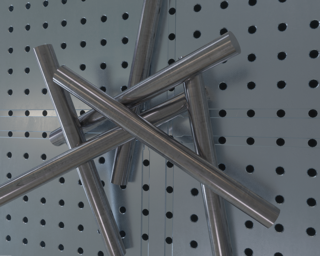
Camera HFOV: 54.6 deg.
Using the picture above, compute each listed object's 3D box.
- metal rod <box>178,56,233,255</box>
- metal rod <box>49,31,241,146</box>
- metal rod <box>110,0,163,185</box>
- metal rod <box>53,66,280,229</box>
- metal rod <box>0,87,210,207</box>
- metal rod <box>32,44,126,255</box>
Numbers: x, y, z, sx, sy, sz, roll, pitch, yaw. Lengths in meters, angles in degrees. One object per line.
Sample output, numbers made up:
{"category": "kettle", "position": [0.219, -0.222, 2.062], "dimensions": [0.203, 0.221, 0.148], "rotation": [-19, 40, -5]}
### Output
{"category": "metal rod", "position": [0.060, 0.062, 0.374], "dimensions": [0.025, 0.025, 0.298], "rotation": [-9, 93, 20]}
{"category": "metal rod", "position": [-0.041, -0.035, 0.390], "dimensions": [0.299, 0.025, 0.025], "rotation": [-24, 82, 32]}
{"category": "metal rod", "position": [-0.029, -0.070, 0.423], "dimensions": [0.025, 0.025, 0.298], "rotation": [12, 94, 19]}
{"category": "metal rod", "position": [-0.001, 0.015, 0.359], "dimensions": [0.300, 0.025, 0.025], "rotation": [34, 101, 10]}
{"category": "metal rod", "position": [-0.076, 0.022, 0.391], "dimensions": [0.301, 0.025, 0.025], "rotation": [-27, 81, -1]}
{"category": "metal rod", "position": [-0.105, 0.037, 0.417], "dimensions": [0.025, 0.025, 0.299], "rotation": [-16, 97, 19]}
